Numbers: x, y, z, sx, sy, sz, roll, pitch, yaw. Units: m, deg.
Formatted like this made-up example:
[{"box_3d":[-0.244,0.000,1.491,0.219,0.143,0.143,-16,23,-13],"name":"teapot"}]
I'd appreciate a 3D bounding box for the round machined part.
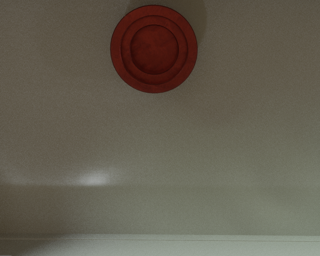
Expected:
[{"box_3d":[-0.007,-0.094,0.368,0.099,0.042,0.097,0,110,0],"name":"round machined part"}]
